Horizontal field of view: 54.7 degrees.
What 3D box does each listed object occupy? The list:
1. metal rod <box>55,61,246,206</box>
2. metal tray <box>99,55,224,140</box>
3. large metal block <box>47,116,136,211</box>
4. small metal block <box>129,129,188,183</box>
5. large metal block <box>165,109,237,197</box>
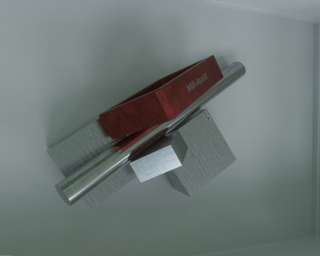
[{"bbox_3d":[0.011,-0.011,0.375,0.302,0.025,0.025,-36,102,-32],"label":"metal rod"},{"bbox_3d":[0.006,-0.037,0.349,0.131,0.090,0.030,-40,107,-49],"label":"metal tray"},{"bbox_3d":[-0.075,0.036,0.367,0.080,0.050,0.080,-35,102,-17],"label":"large metal block"},{"bbox_3d":[0.000,0.030,0.345,0.050,0.050,0.025,-25,101,19],"label":"small metal block"},{"bbox_3d":[0.040,0.031,0.412,0.080,0.050,0.080,-35,102,-17],"label":"large metal block"}]
